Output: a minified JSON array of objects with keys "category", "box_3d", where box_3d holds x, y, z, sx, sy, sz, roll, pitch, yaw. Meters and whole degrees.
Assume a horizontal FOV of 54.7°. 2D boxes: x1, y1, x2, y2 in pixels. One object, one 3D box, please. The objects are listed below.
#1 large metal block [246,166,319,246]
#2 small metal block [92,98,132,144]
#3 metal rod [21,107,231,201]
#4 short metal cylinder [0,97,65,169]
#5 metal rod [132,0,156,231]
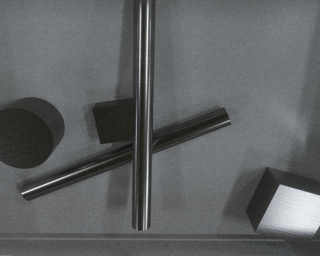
[{"category":"large metal block","box_3d":[0.181,0.111,0.442,0.080,0.050,0.079,16,109,-7]},{"category":"small metal block","box_3d":[-0.057,-0.009,0.407,0.050,0.025,0.050,-8,110,2]},{"category":"metal rod","box_3d":[-0.051,0.038,0.424,0.301,0.025,0.025,-21,109,7]},{"category":"short metal cylinder","box_3d":[-0.170,0.005,0.398,0.081,0.050,0.079,0,110,-1]},{"category":"metal rod","box_3d":[-0.021,-0.014,0.385,0.025,0.025,0.298,1,102,-1]}]
